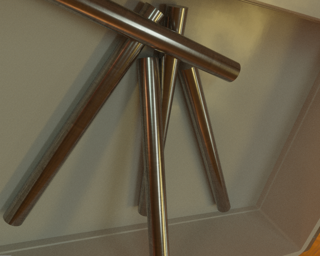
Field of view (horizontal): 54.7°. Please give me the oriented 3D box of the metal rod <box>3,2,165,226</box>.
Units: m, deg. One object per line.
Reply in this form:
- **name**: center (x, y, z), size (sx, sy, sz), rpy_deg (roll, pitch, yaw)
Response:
- **metal rod**: center (-0.092, -0.007, 0.354), size (0.025, 0.025, 0.299), rpy_deg (29, 102, -38)

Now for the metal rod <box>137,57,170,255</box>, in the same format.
- **metal rod**: center (-0.006, 0.068, 0.374), size (0.025, 0.025, 0.298), rpy_deg (-7, 98, -25)

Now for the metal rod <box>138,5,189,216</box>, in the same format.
- **metal rod**: center (-0.001, -0.003, 0.407), size (0.025, 0.025, 0.298), rpy_deg (-6, 121, -26)

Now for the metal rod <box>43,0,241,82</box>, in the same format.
- **metal rod**: center (-0.043, -0.105, 0.294), size (0.302, 0.025, 0.025), rpy_deg (17, 109, -27)

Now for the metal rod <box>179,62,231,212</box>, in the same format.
- **metal rod**: center (0.074, 0.032, 0.471), size (0.025, 0.025, 0.299), rpy_deg (-29, 129, -10)
